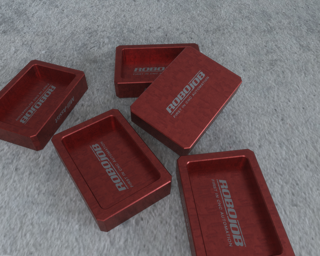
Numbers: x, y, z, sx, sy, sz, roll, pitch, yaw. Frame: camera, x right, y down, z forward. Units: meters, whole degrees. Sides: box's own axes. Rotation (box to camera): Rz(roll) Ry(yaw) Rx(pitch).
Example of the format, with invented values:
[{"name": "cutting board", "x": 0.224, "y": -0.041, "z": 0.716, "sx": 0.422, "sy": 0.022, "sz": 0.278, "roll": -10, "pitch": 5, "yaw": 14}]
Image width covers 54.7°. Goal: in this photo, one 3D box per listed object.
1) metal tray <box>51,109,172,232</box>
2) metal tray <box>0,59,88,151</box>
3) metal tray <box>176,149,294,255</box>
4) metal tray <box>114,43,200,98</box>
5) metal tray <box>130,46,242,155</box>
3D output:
[{"name": "metal tray", "x": -0.058, "y": 0.042, "z": 0.363, "sx": 0.091, "sy": 0.030, "sz": 0.130, "roll": -27, "pitch": 55, "yaw": -21}, {"name": "metal tray", "x": -0.171, "y": -0.037, "z": 0.428, "sx": 0.090, "sy": 0.030, "sz": 0.130, "roll": 16, "pitch": 52, "yaw": 12}, {"name": "metal tray", "x": 0.072, "y": 0.086, "z": 0.328, "sx": 0.091, "sy": 0.030, "sz": 0.130, "roll": -6, "pitch": 50, "yaw": -5}, {"name": "metal tray", "x": -0.002, "y": -0.090, "z": 0.475, "sx": 0.131, "sy": 0.030, "sz": 0.090, "roll": -2, "pitch": 50, "yaw": -3}, {"name": "metal tray", "x": 0.035, "y": -0.038, "z": 0.407, "sx": 0.090, "sy": 0.030, "sz": 0.130, "roll": 36, "pitch": 68, "yaw": 12}]
